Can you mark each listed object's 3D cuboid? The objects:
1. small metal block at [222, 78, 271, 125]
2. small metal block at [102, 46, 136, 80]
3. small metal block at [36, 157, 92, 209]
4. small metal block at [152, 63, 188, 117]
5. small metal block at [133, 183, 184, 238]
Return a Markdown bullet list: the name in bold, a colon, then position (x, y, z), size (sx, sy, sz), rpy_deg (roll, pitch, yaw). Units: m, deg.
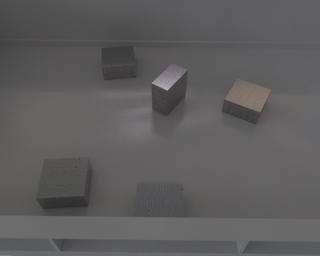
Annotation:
- **small metal block**: position (0.122, -0.038, 0.438), size (0.050, 0.025, 0.050), rpy_deg (23, 54, 18)
- **small metal block**: position (-0.065, -0.104, 0.492), size (0.050, 0.025, 0.050), rpy_deg (-5, 50, -5)
- **small metal block**: position (-0.107, 0.062, 0.352), size (0.050, 0.025, 0.050), rpy_deg (-3, 50, -2)
- **small metal block**: position (0.013, -0.053, 0.433), size (0.025, 0.050, 0.050), rpy_deg (28, 55, 21)
- **small metal block**: position (-0.001, 0.087, 0.331), size (0.050, 0.025, 0.050), rpy_deg (1, 50, 1)
